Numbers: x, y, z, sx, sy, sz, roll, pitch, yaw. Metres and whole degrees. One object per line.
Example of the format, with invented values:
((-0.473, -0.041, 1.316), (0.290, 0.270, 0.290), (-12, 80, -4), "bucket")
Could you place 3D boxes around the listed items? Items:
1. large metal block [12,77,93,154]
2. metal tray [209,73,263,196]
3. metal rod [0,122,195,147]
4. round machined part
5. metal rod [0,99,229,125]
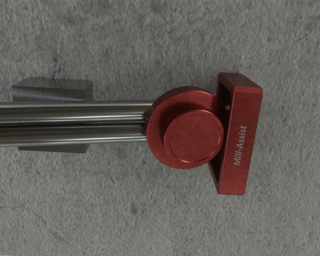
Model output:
((-0.129, -0.017, 0.386), (0.081, 0.050, 0.079), (3, 110, -2), "large metal block")
((0.087, 0.004, 0.379), (0.030, 0.090, 0.129), (3, 110, -2), "metal tray")
((-0.067, 0.006, 0.364), (0.302, 0.025, 0.025), (-2, 111, -14), "metal rod")
((0.034, 0.005, 0.352), (0.099, 0.042, 0.097), (-4, 113, -10), "round machined part")
((-0.065, -0.019, 0.355), (0.302, 0.025, 0.025), (-2, 111, -13), "metal rod")
